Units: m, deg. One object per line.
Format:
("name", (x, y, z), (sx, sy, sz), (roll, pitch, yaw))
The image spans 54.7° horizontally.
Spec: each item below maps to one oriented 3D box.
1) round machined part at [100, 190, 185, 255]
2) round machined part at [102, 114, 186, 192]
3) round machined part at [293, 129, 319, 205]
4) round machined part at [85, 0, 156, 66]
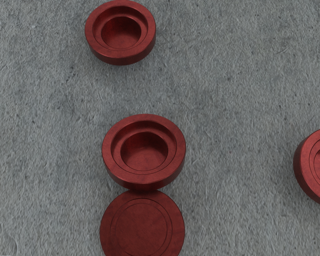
("round machined part", (-0.020, 0.117, 0.356), (0.099, 0.042, 0.098), (0, 70, 0))
("round machined part", (-0.018, 0.033, 0.378), (0.099, 0.042, 0.098), (0, 53, 0))
("round machined part", (0.213, 0.051, 0.382), (0.099, 0.042, 0.098), (0, 70, 0))
("round machined part", (-0.055, -0.132, 0.447), (0.099, 0.042, 0.098), (0, 70, 0))
